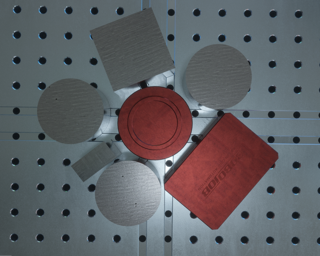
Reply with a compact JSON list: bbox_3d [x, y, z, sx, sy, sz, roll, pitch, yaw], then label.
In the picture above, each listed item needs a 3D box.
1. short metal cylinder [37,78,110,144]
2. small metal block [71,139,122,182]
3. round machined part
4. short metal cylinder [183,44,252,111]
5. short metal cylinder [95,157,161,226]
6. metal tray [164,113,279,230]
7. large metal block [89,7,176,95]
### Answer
[{"bbox_3d":[-0.108,-0.020,0.399,0.081,0.050,0.080,0,90,0],"label":"short metal cylinder"},{"bbox_3d":[-0.080,0.041,0.399,0.050,0.050,0.025,-37,90,0],"label":"small metal block"},{"bbox_3d":[-0.006,-0.006,0.404,0.099,0.042,0.097,0,90,0],"label":"round machined part"},{"bbox_3d":[0.071,-0.062,0.401,0.081,0.050,0.080,0,90,0],"label":"short metal cylinder"},{"bbox_3d":[-0.038,0.079,0.400,0.081,0.050,0.080,0,90,0],"label":"short metal cylinder"},{"bbox_3d":[0.079,0.055,0.410,0.090,0.030,0.130,41,89,0],"label":"metal tray"},{"bbox_3d":[-0.033,-0.096,0.400,0.080,0.050,0.080,-21,90,0],"label":"large metal block"}]
